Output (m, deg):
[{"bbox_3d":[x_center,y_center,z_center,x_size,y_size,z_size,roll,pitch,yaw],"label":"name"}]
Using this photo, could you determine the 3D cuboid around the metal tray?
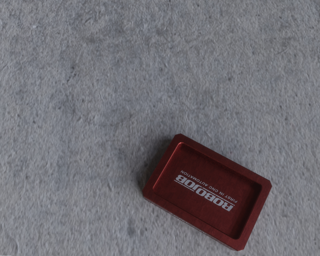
[{"bbox_3d":[0.056,0.076,0.378,0.130,0.030,0.090,28,72,10],"label":"metal tray"}]
